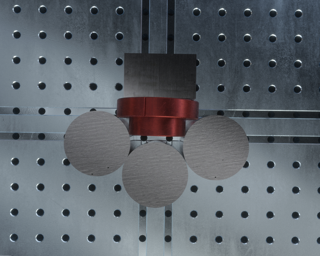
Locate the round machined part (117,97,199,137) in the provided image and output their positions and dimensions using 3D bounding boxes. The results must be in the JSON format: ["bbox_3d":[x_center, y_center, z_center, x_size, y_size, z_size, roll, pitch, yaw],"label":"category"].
[{"bbox_3d":[-0.003,-0.011,0.375,0.099,0.098,0.042,2,90,0],"label":"round machined part"}]

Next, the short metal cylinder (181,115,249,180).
[{"bbox_3d":[0.068,0.024,0.402,0.081,0.050,0.079,0,90,0],"label":"short metal cylinder"}]

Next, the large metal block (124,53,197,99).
[{"bbox_3d":[0.000,-0.058,0.385,0.081,0.080,0.050,1,90,0],"label":"large metal block"}]

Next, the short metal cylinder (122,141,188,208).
[{"bbox_3d":[-0.006,0.057,0.401,0.081,0.050,0.079,0,90,0],"label":"short metal cylinder"}]

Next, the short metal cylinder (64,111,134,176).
[{"bbox_3d":[-0.076,0.019,0.400,0.081,0.050,0.079,0,90,0],"label":"short metal cylinder"}]
